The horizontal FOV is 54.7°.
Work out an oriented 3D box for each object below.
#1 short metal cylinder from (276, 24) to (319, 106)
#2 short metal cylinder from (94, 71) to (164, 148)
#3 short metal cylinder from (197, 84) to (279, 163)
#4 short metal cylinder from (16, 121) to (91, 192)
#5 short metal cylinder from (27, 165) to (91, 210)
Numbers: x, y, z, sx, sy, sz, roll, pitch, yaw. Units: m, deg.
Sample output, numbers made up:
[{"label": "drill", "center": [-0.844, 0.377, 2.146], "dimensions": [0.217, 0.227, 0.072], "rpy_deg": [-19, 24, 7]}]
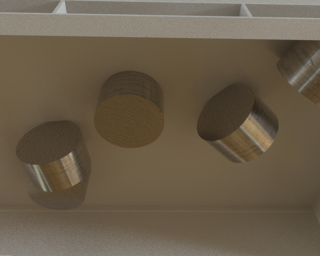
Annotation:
[{"label": "short metal cylinder", "center": [0.171, -0.063, 0.322], "dimensions": [0.080, 0.080, 0.050], "rpy_deg": [22, 126, -18]}, {"label": "short metal cylinder", "center": [-0.035, -0.022, 0.374], "dimensions": [0.081, 0.050, 0.079], "rpy_deg": [0, 130, 0]}, {"label": "short metal cylinder", "center": [0.091, -0.005, 0.370], "dimensions": [0.080, 0.080, 0.050], "rpy_deg": [-36, 122, 26]}, {"label": "short metal cylinder", "center": [-0.135, 0.035, 0.401], "dimensions": [0.080, 0.080, 0.050], "rpy_deg": [-4, 130, 3]}, {"label": "short metal cylinder", "center": [-0.146, 0.077, 0.456], "dimensions": [0.081, 0.050, 0.079], "rpy_deg": [0, 130, 0]}]
